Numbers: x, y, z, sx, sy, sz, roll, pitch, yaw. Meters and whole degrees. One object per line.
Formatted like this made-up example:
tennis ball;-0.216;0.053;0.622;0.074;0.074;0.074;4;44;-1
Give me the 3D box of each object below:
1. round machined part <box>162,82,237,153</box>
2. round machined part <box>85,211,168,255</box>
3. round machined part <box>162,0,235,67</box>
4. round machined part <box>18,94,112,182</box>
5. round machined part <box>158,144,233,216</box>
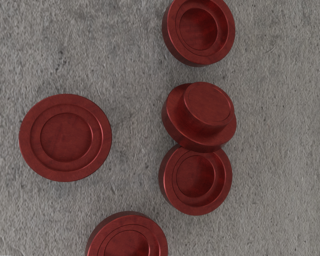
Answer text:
round machined part;0.055;-0.020;0.396;0.099;0.042;0.098;11;54;-15
round machined part;-0.043;0.151;0.384;0.099;0.042;0.097;0;90;-20
round machined part;0.048;-0.130;0.417;0.099;0.042;0.097;0;90;-20
round machined part;-0.109;0.011;0.360;0.099;0.042;0.097;0;90;-20
round machined part;0.044;0.064;0.416;0.099;0.042;0.097;0;90;-20
